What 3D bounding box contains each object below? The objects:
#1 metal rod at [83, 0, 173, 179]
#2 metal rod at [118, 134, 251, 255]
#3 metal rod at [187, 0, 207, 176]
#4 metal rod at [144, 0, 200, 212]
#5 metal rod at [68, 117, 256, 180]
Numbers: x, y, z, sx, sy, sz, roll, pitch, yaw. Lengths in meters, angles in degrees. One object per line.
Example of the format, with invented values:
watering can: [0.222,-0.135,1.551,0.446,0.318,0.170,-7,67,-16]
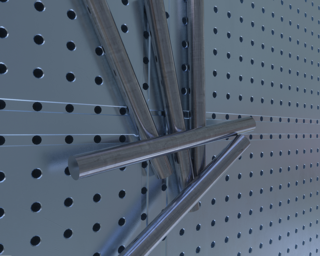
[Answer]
metal rod: [-0.045,-0.071,0.372,0.025,0.025,0.298,-34,111,-35]
metal rod: [0.020,0.108,0.402,0.301,0.025,0.025,-40,115,-24]
metal rod: [0.054,-0.074,0.456,0.025,0.025,0.298,-2,92,-40]
metal rod: [0.018,-0.028,0.426,0.025,0.025,0.298,-18,102,-39]
metal rod: [0.029,0.017,0.401,0.302,0.025,0.025,-11,98,-40]
